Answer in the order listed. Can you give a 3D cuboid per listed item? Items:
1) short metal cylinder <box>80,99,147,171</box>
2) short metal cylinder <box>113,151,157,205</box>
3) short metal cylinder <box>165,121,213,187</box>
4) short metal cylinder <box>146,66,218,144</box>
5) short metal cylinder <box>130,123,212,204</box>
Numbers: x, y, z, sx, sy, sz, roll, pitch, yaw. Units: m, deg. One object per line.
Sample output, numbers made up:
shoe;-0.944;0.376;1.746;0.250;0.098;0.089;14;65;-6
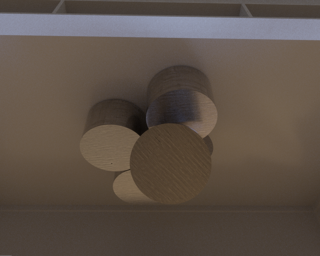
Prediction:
short metal cylinder;-0.057;0.010;0.398;0.081;0.050;0.079;0;130;0
short metal cylinder;-0.025;0.067;0.446;0.081;0.050;0.079;0;130;0
short metal cylinder;0.022;0.033;0.400;0.081;0.080;0.050;10;129;-9
short metal cylinder;0.024;-0.026;0.368;0.081;0.050;0.079;0;130;0
short metal cylinder;0.013;0.035;0.328;0.080;0.050;0.079;0;90;6
